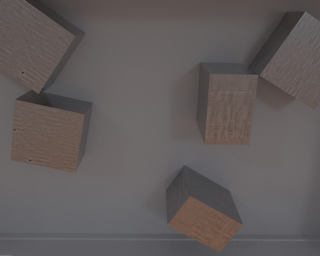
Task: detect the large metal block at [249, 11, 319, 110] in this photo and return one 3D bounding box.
[{"bbox_3d":[0.168,-0.081,0.371,0.080,0.050,0.080,29,107,-11],"label":"large metal block"}]

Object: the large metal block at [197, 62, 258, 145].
[{"bbox_3d":[0.076,-0.032,0.371,0.050,0.080,0.079,1,110,-1],"label":"large metal block"}]

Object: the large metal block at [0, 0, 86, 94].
[{"bbox_3d":[-0.148,-0.100,0.359,0.080,0.050,0.080,35,106,-12],"label":"large metal block"}]

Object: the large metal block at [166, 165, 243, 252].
[{"bbox_3d":[0.056,0.107,0.422,0.080,0.080,0.050,31,107,-11],"label":"large metal block"}]

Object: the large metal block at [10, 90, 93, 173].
[{"bbox_3d":[-0.137,0.003,0.397,0.081,0.050,0.079,12,110,-5],"label":"large metal block"}]
